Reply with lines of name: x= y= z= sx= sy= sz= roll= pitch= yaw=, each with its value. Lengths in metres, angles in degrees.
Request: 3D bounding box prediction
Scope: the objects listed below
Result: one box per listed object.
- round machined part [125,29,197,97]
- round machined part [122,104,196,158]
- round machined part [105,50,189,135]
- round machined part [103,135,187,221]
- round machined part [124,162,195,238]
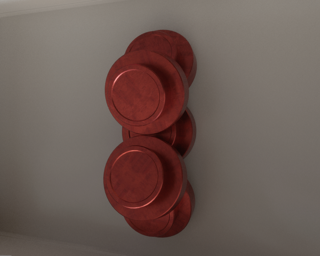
round machined part: x=-0.006 y=-0.082 z=0.390 sx=0.098 sy=0.042 sz=0.098 roll=-5 pitch=72 yaw=18
round machined part: x=-0.006 y=0.004 z=0.402 sx=0.098 sy=0.042 sz=0.097 roll=0 pitch=89 yaw=20
round machined part: x=-0.020 y=-0.039 z=0.352 sx=0.098 sy=0.042 sz=0.097 roll=5 pitch=104 yaw=19
round machined part: x=-0.022 y=0.056 z=0.353 sx=0.098 sy=0.042 sz=0.098 roll=-4 pitch=78 yaw=19
round machined part: x=-0.009 y=0.095 z=0.388 sx=0.098 sy=0.042 sz=0.097 roll=5 pitch=107 yaw=18
